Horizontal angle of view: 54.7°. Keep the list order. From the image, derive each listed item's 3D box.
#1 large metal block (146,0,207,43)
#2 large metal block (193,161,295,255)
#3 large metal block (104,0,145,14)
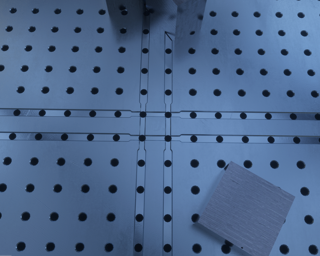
[{"bbox_3d":[0.021,-0.188,0.451,0.050,0.080,0.080,-32,74,-11],"label":"large metal block"},{"bbox_3d":[0.096,0.098,0.364,0.080,0.050,0.080,30,72,10],"label":"large metal block"},{"bbox_3d":[-0.052,-0.229,0.465,0.080,0.080,0.050,-20,72,-7],"label":"large metal block"}]
